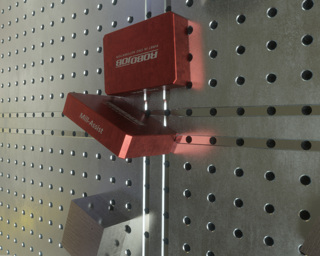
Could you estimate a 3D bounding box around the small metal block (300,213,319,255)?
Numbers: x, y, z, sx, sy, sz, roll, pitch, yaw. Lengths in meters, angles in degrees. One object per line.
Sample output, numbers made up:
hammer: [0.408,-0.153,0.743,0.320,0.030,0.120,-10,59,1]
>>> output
small metal block: [0.163,0.101,0.275,0.050,0.025,0.050,30,109,35]

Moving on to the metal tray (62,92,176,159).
metal tray: [-0.055,-0.007,0.409,0.130,0.091,0.030,32,110,35]

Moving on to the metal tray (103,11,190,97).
metal tray: [-0.023,-0.095,0.423,0.130,0.030,0.089,-4,88,39]

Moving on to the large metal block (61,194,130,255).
large metal block: [-0.100,0.160,0.473,0.080,0.050,0.079,26,106,36]
